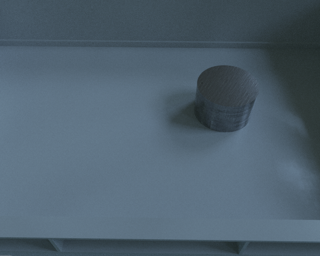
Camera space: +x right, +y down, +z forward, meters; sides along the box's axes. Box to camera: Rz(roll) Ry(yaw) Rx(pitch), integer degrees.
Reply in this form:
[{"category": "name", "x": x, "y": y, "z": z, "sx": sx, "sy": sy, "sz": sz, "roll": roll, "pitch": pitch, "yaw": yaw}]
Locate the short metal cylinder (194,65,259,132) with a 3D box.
[{"category": "short metal cylinder", "x": 0.089, "y": -0.041, "z": 0.424, "sx": 0.080, "sy": 0.050, "sz": 0.080, "roll": 0, "pitch": 50, "yaw": 0}]
